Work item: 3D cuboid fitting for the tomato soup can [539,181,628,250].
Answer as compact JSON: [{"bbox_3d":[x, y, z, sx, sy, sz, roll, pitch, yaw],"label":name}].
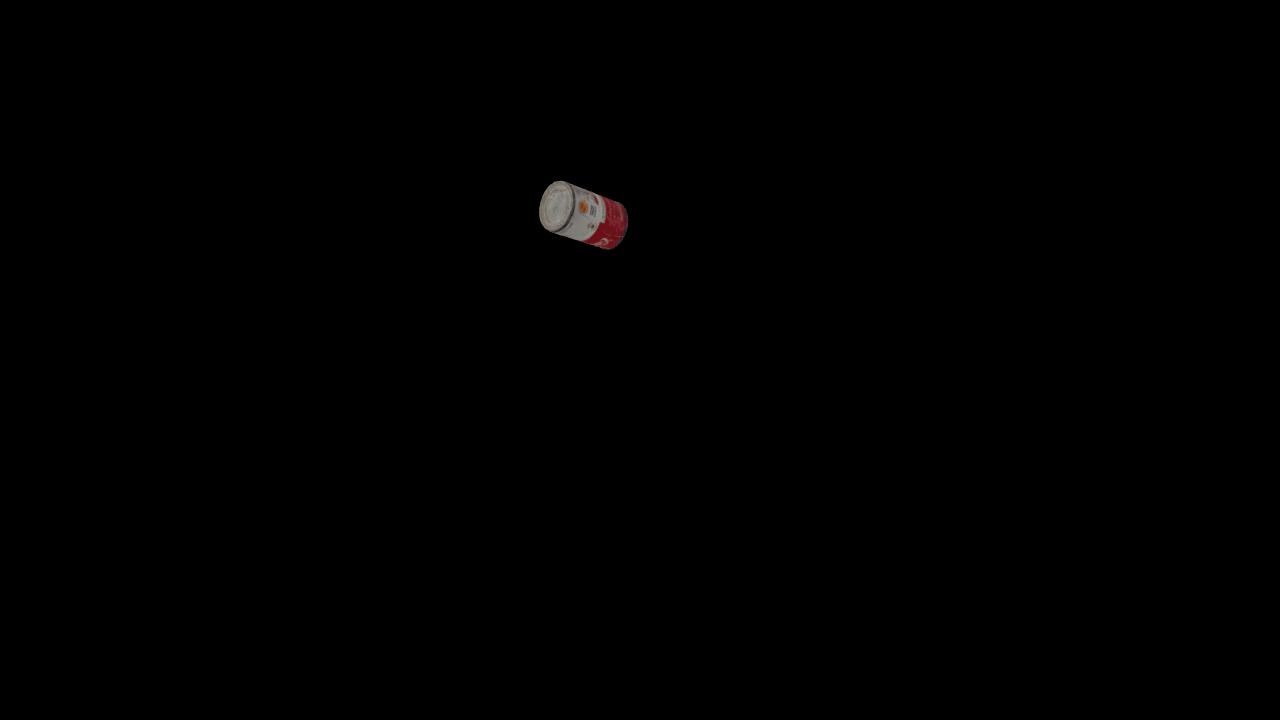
[{"bbox_3d":[-0.073,-0.189,0.809,0.068,0.068,0.101,0,-5,41],"label":"tomato soup can"}]
